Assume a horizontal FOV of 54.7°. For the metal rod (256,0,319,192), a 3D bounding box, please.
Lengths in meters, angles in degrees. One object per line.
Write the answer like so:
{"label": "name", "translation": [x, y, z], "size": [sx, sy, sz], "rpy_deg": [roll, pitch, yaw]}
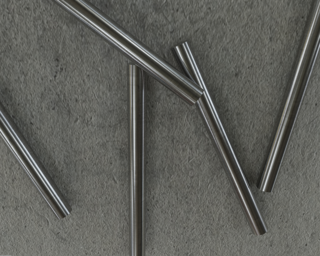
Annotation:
{"label": "metal rod", "translation": [0.173, -0.053, 0.391], "size": [0.025, 0.025, 0.298], "rpy_deg": [9, 110, -3]}

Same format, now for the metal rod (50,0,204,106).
{"label": "metal rod", "translation": [-0.076, -0.124, 0.350], "size": [0.301, 0.025, 0.025], "rpy_deg": [36, 106, -8]}

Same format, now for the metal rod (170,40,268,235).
{"label": "metal rod", "translation": [0.087, 0.026, 0.419], "size": [0.025, 0.025, 0.299], "rpy_deg": [-24, 109, 8]}

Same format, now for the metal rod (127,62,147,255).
{"label": "metal rod", "translation": [-0.032, 0.061, 0.431], "size": [0.025, 0.025, 0.298], "rpy_deg": [1, 110, -1]}

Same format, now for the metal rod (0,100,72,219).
{"label": "metal rod", "translation": [-0.203, -0.002, 0.407], "size": [0.025, 0.025, 0.299], "rpy_deg": [-24, 109, 8]}
